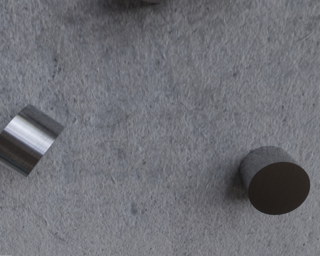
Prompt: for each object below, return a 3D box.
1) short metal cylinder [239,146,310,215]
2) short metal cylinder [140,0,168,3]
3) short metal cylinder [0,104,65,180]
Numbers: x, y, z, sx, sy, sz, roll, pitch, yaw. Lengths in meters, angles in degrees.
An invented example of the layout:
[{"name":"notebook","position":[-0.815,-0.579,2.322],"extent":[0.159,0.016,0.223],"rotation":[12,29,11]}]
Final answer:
[{"name":"short metal cylinder","position":[0.154,0.071,0.425],"extent":[0.081,0.050,0.079],"rotation":[0,110,-1]},{"name":"short metal cylinder","position":[-0.007,-0.177,0.331],"extent":[0.081,0.050,0.079],"rotation":[0,110,-1]},{"name":"short metal cylinder","position":[-0.163,0.017,0.384],"extent":[0.050,0.080,0.080],"rotation":[37,106,-13]}]
